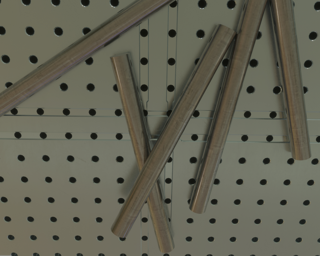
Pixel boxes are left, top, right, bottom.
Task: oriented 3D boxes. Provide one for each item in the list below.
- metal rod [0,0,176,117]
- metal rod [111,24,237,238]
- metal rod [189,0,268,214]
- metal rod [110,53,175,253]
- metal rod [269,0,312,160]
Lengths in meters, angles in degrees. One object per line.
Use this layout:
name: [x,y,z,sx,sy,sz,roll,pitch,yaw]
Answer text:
metal rod: [-0.098,-0.093,0.378,0.300,0.025,0.025,-30,107,10]
metal rod: [0.012,0.012,0.398,0.025,0.025,0.299,26,101,-9]
metal rod: [0.084,-0.018,0.407,0.025,0.025,0.298,11,110,-4]
metal rod: [-0.019,0.048,0.430,0.025,0.025,0.298,-11,110,4]
metal rod: [0.155,-0.096,0.378,0.025,0.025,0.299,-15,110,5]
